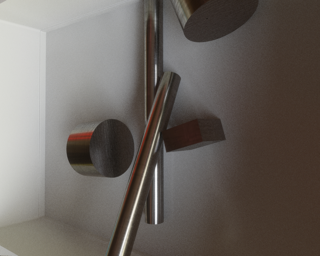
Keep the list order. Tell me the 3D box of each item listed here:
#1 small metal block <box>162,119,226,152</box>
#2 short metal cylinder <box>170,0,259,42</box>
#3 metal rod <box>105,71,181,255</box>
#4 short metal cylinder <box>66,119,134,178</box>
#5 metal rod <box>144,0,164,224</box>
[{"bbox_3d":[0.039,0.009,0.357,0.050,0.050,0.025,-20,77,38],"label":"small metal block"},{"bbox_3d":[0.054,-0.135,0.325,0.080,0.081,0.050,-30,72,36],"label":"short metal cylinder"},{"bbox_3d":[-0.025,0.069,0.341,0.025,0.025,0.299,-2,62,39],"label":"metal rod"},{"bbox_3d":[-0.082,0.029,0.437,0.050,0.081,0.080,-4,87,39],"label":"short metal cylinder"},{"bbox_3d":[-0.008,-0.025,0.411,0.025,0.025,0.298,0,90,39],"label":"metal rod"}]
